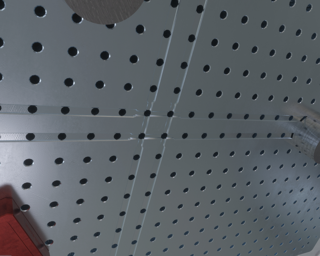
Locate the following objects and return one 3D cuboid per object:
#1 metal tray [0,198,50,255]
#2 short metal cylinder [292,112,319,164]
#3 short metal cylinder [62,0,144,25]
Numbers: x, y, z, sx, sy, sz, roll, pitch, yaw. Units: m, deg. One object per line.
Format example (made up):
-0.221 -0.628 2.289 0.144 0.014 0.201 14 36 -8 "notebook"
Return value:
-0.205 0.157 0.392 0.091 0.030 0.129 -23 127 -15 "metal tray"
0.292 0.018 0.565 0.081 0.050 0.079 -14 124 -21 "short metal cylinder"
-0.056 -0.139 0.278 0.081 0.050 0.079 -14 124 -21 "short metal cylinder"
